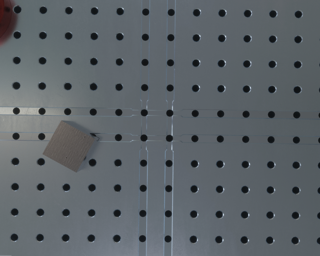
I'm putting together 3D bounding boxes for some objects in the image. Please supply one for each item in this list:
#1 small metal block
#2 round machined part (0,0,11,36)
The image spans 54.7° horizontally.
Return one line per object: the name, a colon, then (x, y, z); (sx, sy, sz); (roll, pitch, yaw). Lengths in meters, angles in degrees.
small metal block: (-0.118, 0.024, 0.412); (0.050, 0.025, 0.050); (29, 90, 0)
round machined part: (-0.253, -0.159, 0.403); (0.099, 0.042, 0.097); (0, 90, 0)
